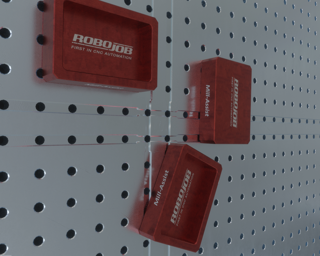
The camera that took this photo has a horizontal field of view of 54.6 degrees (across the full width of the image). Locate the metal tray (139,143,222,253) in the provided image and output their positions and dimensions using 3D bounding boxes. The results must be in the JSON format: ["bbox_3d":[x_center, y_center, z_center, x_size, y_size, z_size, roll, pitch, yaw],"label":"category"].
[{"bbox_3d":[0.033,0.097,0.432,0.090,0.030,0.130,31,71,-36],"label":"metal tray"}]

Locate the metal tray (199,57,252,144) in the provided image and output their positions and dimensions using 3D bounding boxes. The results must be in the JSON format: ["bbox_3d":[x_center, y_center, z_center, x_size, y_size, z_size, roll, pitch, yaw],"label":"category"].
[{"bbox_3d":[0.106,-0.040,0.493,0.091,0.030,0.129,3,88,-40],"label":"metal tray"}]

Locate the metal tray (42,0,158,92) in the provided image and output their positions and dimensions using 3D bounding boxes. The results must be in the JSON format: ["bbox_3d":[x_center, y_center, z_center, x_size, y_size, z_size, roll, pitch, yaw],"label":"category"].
[{"bbox_3d":[-0.062,-0.092,0.352,0.131,0.030,0.090,1,89,-40],"label":"metal tray"}]
